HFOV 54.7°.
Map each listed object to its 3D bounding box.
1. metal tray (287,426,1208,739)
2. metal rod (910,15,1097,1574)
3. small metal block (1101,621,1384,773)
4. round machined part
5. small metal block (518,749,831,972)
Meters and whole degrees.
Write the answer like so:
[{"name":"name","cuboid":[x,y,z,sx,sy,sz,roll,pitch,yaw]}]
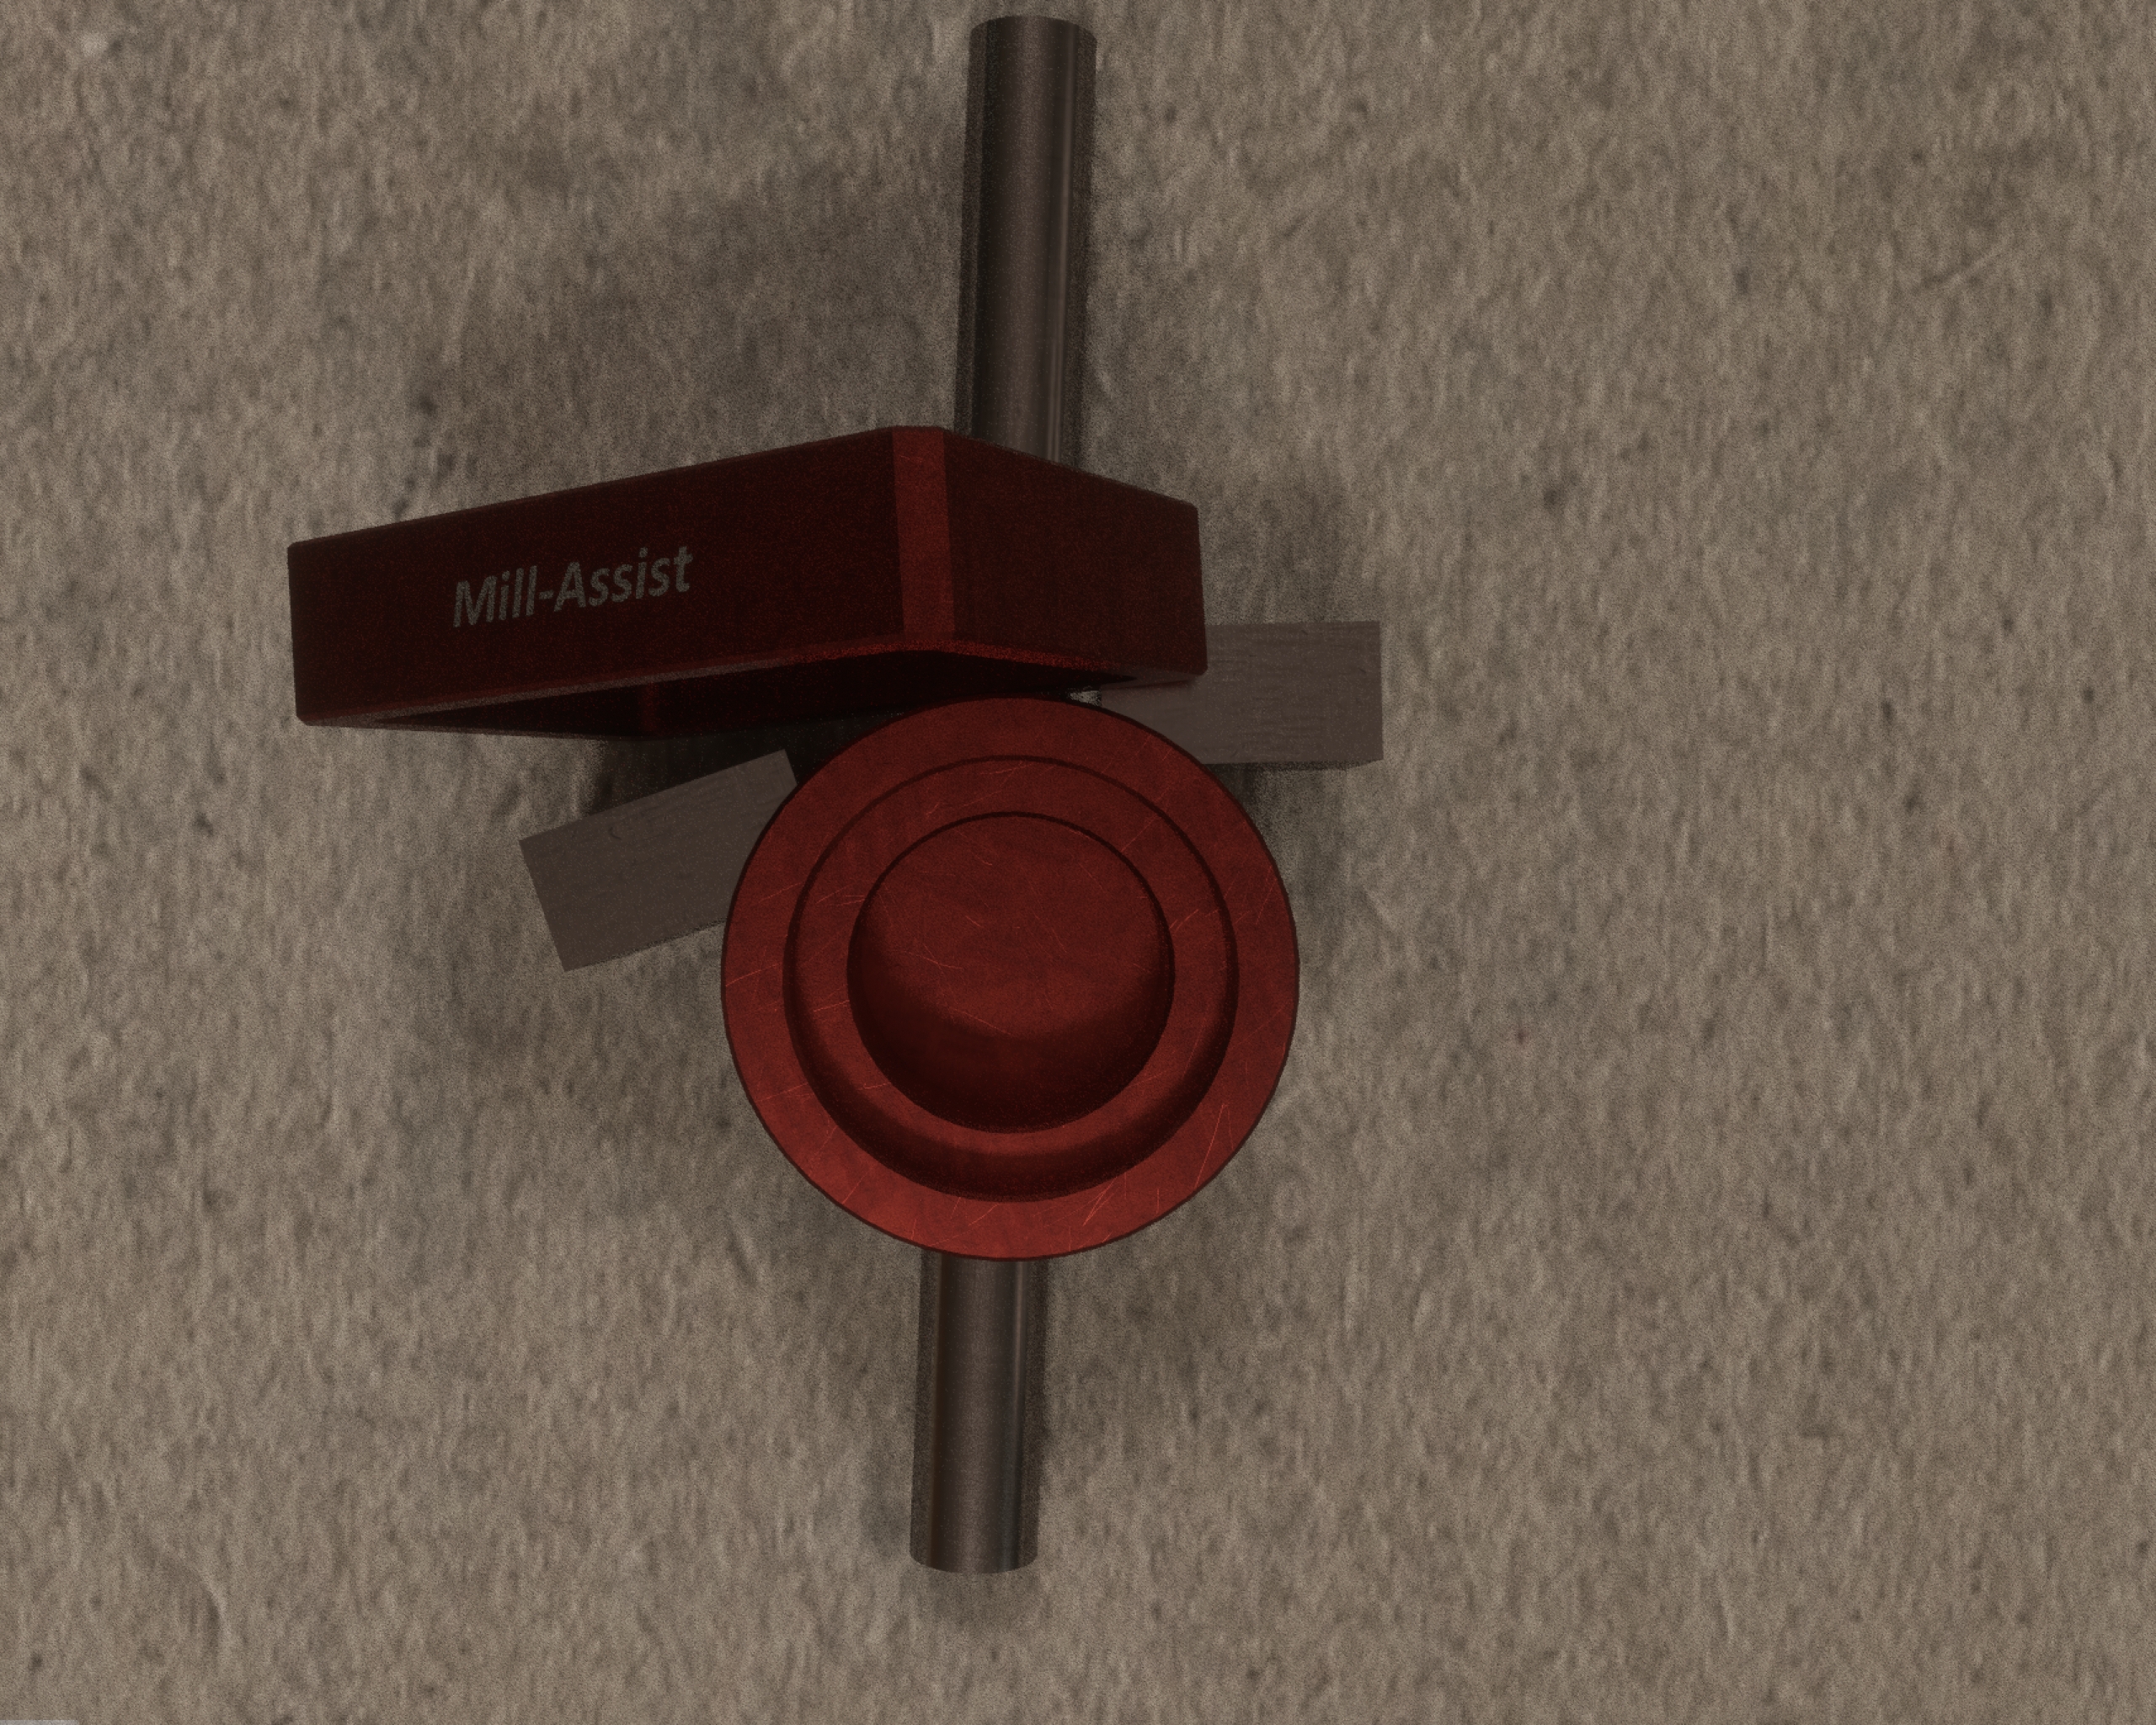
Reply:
[{"name":"metal tray","cuboid":[-0.055,-0.042,0.355,0.130,0.090,0.030,-4,89,29]},{"name":"metal rod","cuboid":[-0.015,-0.013,0.411,0.025,0.025,0.298,2,90,-1]},{"name":"small metal block","cuboid":[0.029,-0.030,0.399,0.050,0.050,0.025,-2,90,-1]},{"name":"round machined part","cuboid":[-0.012,0.018,0.375,0.099,0.042,0.097,0,93,-3]},{"name":"small metal block","cuboid":[-0.072,-0.001,0.398,0.050,0.050,0.025,-19,90,0]}]
